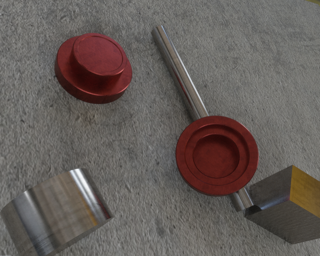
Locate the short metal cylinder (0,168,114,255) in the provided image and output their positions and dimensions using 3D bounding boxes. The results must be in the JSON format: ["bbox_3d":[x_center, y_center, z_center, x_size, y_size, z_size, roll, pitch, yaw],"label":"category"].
[{"bbox_3d":[-0.089,0.078,0.273,0.081,0.080,0.050,-23,74,-36],"label":"short metal cylinder"}]

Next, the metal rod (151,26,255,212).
[{"bbox_3d":[0.054,-0.026,0.448,0.025,0.025,0.299,-11,67,-33],"label":"metal rod"}]

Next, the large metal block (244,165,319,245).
[{"bbox_3d":[0.170,0.101,0.398,0.080,0.080,0.050,31,52,-9],"label":"large metal block"}]

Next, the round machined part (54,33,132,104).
[{"bbox_3d":[-0.082,-0.083,0.399,0.099,0.042,0.098,14,56,-21],"label":"round machined part"}]

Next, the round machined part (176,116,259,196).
[{"bbox_3d":[0.070,0.037,0.389,0.099,0.042,0.098,-1,71,4],"label":"round machined part"}]
